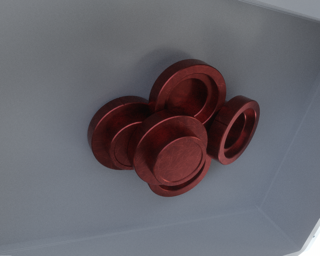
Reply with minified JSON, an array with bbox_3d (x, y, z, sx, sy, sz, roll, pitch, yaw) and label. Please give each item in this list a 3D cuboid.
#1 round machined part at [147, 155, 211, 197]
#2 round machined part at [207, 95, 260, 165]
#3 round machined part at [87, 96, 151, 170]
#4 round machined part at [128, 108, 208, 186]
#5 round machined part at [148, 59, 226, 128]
[{"bbox_3d":[0.020,0.046,0.436,0.099,0.042,0.097,-14,125,-21],"label":"round machined part"},{"bbox_3d":[0.095,-0.001,0.435,0.099,0.042,0.097,-30,135,-35],"label":"round machined part"},{"bbox_3d":[-0.036,0.013,0.383,0.099,0.042,0.097,-14,125,-21],"label":"round machined part"},{"bbox_3d":[0.015,0.029,0.367,0.099,0.042,0.097,-14,125,-21],"label":"round machined part"},{"bbox_3d":[0.030,-0.040,0.389,0.099,0.042,0.097,-14,125,-21],"label":"round machined part"}]
